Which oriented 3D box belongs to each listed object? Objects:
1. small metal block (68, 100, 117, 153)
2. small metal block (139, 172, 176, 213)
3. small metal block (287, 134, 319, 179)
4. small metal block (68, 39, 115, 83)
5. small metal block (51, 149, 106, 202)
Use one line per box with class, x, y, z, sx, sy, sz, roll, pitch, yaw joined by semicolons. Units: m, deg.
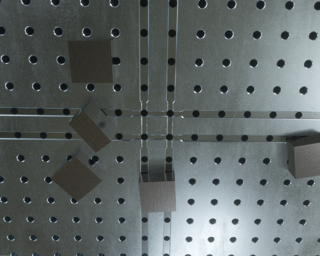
small metal block;-0.085;-0.003;0.398;0.025;0.050;0.050;-36;106;12
small metal block;-0.003;0.093;0.448;0.050;0.025;0.050;-3;110;1
small metal block;0.207;0.039;0.429;0.050;0.025;0.050;-10;110;3
small metal block;-0.083;-0.083;0.382;0.050;0.025;0.050;0;110;0
small metal block;-0.114;0.067;0.437;0.050;0.025;0.050;-40;105;13
